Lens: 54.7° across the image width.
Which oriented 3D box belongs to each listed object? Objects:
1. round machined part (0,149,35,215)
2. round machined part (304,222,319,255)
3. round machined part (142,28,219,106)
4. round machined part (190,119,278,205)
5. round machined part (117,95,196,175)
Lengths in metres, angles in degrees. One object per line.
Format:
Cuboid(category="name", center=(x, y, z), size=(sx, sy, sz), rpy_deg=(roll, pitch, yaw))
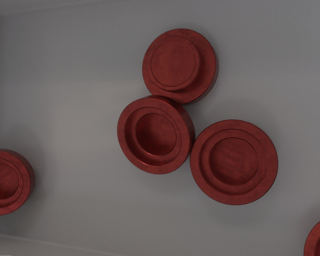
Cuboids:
Cuboid(category="round machined part", center=(-0.242, 0.080, 0.474), size=(0.099, 0.042, 0.097), rpy_deg=(0, 94, -5))
Cuboid(category="round machined part", center=(0.204, 0.139, 0.313), size=(0.098, 0.042, 0.098), rpy_deg=(-22, 50, 30))
Cuboid(category="round machined part", center=(0.022, -0.078, 0.394), size=(0.098, 0.042, 0.097), rpy_deg=(0, 90, 20))
Cuboid(category="round machined part", center=(0.089, 0.039, 0.370), size=(0.098, 0.042, 0.097), rpy_deg=(0, 90, 20))
Cuboid(category="round machined part", center=(-0.001, 0.006, 0.393), size=(0.098, 0.042, 0.097), rpy_deg=(8, 109, 23))
